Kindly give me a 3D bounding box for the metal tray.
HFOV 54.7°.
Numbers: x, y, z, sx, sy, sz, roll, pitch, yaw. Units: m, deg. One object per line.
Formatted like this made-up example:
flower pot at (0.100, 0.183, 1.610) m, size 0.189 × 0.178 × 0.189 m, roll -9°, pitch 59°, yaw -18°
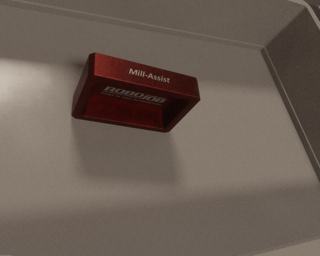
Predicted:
metal tray at (-0.030, -0.036, 0.370) m, size 0.131 × 0.090 × 0.030 m, roll 9°, pitch 58°, yaw -24°
